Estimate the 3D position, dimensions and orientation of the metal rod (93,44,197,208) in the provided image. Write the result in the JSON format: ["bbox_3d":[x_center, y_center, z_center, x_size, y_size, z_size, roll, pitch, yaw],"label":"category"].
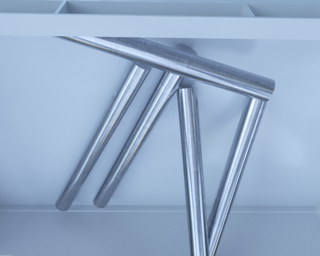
[{"bbox_3d":[-0.034,0.019,0.424,0.025,0.025,0.298,20,127,-16],"label":"metal rod"}]

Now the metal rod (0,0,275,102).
[{"bbox_3d":[-0.029,-0.081,0.314,0.302,0.025,0.025,16,129,-5],"label":"metal rod"}]

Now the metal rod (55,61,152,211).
[{"bbox_3d":[-0.091,0.027,0.431,0.025,0.025,0.298,22,127,-18],"label":"metal rod"}]

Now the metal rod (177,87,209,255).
[{"bbox_3d":[0.046,0.099,0.394,0.025,0.025,0.298,-5,99,4],"label":"metal rod"}]

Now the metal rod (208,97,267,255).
[{"bbox_3d":[0.083,0.103,0.413,0.025,0.025,0.298,12,103,-11],"label":"metal rod"}]
